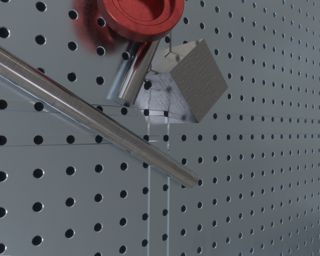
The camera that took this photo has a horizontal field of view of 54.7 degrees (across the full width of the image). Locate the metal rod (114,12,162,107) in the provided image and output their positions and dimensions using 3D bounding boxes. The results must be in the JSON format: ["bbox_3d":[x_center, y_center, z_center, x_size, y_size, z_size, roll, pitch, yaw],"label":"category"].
[{"bbox_3d":[0.007,-0.165,0.415,0.025,0.025,0.299,33,70,-35],"label":"metal rod"}]

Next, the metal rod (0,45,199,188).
[{"bbox_3d":[-0.056,0.004,0.362,0.301,0.025,0.025,35,68,-34],"label":"metal rod"}]

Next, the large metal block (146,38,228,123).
[{"bbox_3d":[0.038,-0.063,0.425,0.080,0.050,0.080,-48,119,-29],"label":"large metal block"}]

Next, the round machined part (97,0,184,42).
[{"bbox_3d":[-0.025,-0.146,0.363,0.099,0.042,0.098,4,79,-19],"label":"round machined part"}]
